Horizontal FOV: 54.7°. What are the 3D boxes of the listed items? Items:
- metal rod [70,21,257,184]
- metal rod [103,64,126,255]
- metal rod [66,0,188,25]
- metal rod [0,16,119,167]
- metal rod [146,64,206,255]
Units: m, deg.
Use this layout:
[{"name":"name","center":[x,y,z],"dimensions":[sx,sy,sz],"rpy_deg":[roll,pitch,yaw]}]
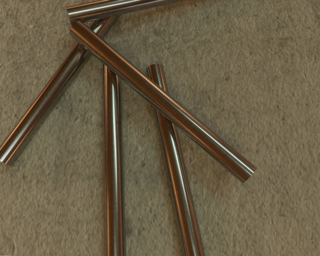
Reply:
[{"name":"metal rod","center":[-0.005,-0.041,0.395],"dimensions":[0.300,0.025,0.025],"rpy_deg":[41,75,13]},{"name":"metal rod","center":[-0.059,0.044,0.391],"dimensions":[0.025,0.025,0.299],"rpy_deg":[-4,70,-2]},{"name":"metal rod","center":[0.013,-0.199,0.464],"dimensions":[0.302,0.025,0.025],"rpy_deg":[-18,71,-13]},{"name":"metal rod","center":[-0.129,-0.082,0.436],"dimensions":[0.025,0.025,0.300],"rpy_deg":[27,72,9]},{"name":"metal rod","center":[0.020,0.054,0.388],"dimensions":[0.025,0.025,0.299],"rpy_deg":[-10,70,-4]}]
